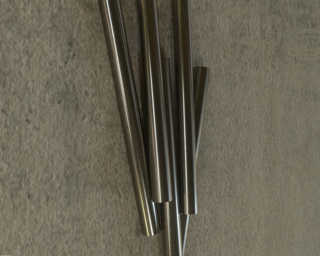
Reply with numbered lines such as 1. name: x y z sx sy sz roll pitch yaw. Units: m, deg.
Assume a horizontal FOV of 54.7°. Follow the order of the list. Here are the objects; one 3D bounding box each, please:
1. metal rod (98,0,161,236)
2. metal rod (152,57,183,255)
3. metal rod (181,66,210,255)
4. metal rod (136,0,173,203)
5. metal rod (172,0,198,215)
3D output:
1. metal rod: -0.036 -0.013 0.376 0.025 0.025 0.298 -17 101 -39
2. metal rod: 0.010 0.059 0.401 0.025 0.025 0.298 -2 87 -40
3. metal rod: 0.039 0.059 0.439 0.025 0.025 0.298 15 81 -39
4. metal rod: -0.009 -0.061 0.382 0.025 0.025 0.298 -2 87 -40
5. metal rod: 0.033 -0.037 0.419 0.025 0.025 0.298 2 84 -40
